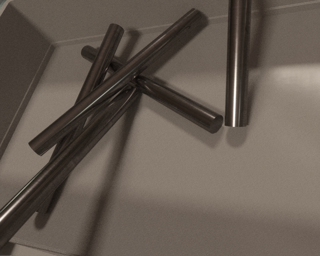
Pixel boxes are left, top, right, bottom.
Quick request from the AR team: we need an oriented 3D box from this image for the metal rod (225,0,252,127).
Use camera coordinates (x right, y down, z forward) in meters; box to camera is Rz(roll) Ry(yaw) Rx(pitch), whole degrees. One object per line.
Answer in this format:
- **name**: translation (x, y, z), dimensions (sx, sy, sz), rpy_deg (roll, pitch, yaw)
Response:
- **metal rod**: translation (0.090, -0.151, 0.347), dimensions (0.025, 0.025, 0.298), rpy_deg (4, 98, 30)

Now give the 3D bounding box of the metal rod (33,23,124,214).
- **metal rod**: translation (-0.118, -0.023, 0.459), dimensions (0.025, 0.025, 0.299), rpy_deg (11, 73, 32)

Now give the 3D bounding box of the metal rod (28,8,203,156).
- **metal rod**: translation (-0.057, -0.069, 0.440), dimensions (0.301, 0.025, 0.025), rpy_deg (-41, 51, -7)

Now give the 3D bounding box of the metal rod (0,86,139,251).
- **metal rod**: translation (-0.101, 0.032, 0.350), dimensions (0.025, 0.025, 0.301), rpy_deg (0, 34, 28)

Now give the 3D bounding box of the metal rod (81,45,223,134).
- **metal rod**: translation (-0.031, -0.070, 0.463), dimensions (0.300, 0.025, 0.025), rpy_deg (34, 80, 38)
